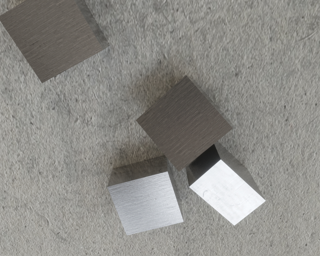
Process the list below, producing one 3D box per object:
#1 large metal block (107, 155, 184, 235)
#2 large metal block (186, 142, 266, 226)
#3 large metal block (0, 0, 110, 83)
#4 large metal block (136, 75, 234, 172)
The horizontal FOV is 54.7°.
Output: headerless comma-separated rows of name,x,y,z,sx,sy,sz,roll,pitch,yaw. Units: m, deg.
large metal block,-0.018,0.092,0.430,0.080,0.050,0.080,-15,110,5
large metal block,0.080,0.064,0.405,0.080,0.080,0.050,42,105,-14
large metal block,-0.116,-0.109,0.355,0.080,0.050,0.080,-26,108,9
large metal block,0.032,-0.006,0.381,0.080,0.050,0.080,-41,84,13
